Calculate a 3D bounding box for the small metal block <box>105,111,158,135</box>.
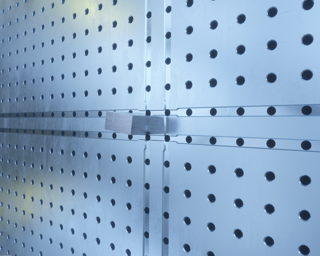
[{"bbox_3d":[-0.039,-0.007,0.423,0.050,0.050,0.025,10,97,39],"label":"small metal block"}]
